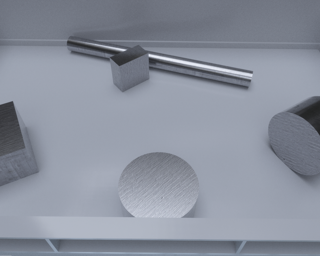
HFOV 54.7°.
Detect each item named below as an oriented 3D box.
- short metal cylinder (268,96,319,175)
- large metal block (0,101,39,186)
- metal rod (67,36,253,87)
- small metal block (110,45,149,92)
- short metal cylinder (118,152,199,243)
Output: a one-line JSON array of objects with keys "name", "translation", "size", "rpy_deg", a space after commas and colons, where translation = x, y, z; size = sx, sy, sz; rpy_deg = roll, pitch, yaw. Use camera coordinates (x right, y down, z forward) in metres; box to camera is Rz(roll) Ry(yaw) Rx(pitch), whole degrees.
[{"name": "short metal cylinder", "translation": [0.176, 0.009, 0.365], "size": [0.050, 0.080, 0.080], "rpy_deg": [-25, 55, -20]}, {"name": "large metal block", "translation": [-0.200, 0.023, 0.367], "size": [0.081, 0.050, 0.080], "rpy_deg": [-20, 53, -17]}, {"name": "metal rod", "translation": [-0.006, -0.108, 0.495], "size": [0.301, 0.025, 0.025], "rpy_deg": [13, 51, 10]}, {"name": "small metal block", "translation": [-0.044, -0.089, 0.463], "size": [0.050, 0.050, 0.025], "rpy_deg": [-31, 57, -23]}, {"name": "short metal cylinder", "translation": [-0.001, 0.073, 0.328], "size": [0.081, 0.050, 0.080], "rpy_deg": [0, 50, 0]}]
